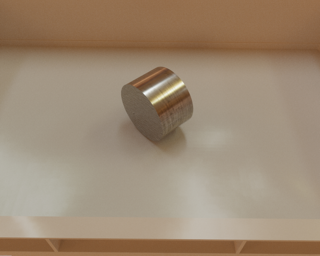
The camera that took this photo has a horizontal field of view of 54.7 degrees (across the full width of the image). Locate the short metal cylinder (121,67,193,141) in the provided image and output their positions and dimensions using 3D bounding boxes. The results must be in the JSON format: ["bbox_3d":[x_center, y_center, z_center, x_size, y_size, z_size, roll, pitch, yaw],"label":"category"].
[{"bbox_3d":[-0.004,-0.030,0.392,0.050,0.080,0.080,-34,58,-25],"label":"short metal cylinder"}]
